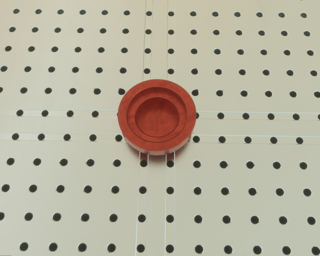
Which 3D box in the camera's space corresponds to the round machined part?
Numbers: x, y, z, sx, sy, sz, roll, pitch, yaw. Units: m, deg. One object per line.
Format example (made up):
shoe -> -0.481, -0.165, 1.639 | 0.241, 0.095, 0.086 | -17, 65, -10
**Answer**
round machined part -> -0.004, -0.011, 0.406 | 0.099, 0.042, 0.098 | 0, 70, 0
